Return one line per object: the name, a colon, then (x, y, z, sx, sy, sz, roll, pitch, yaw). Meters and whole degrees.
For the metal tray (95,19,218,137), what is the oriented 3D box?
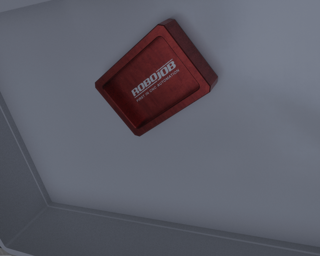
metal tray: (-0.009, -0.055, 0.374, 0.130, 0.030, 0.090, -32, 101, 38)
